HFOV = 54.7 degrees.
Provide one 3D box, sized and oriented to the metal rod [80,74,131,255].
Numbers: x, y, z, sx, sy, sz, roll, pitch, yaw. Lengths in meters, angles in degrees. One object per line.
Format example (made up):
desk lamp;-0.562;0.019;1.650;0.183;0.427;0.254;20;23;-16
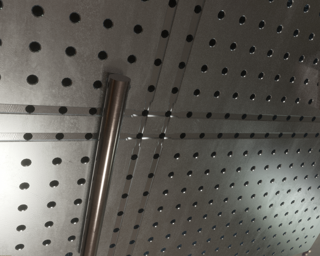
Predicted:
metal rod;-0.079;0.074;0.414;0.025;0.025;0.298;0;119;-29

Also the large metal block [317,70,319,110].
large metal block;0.321;-0.072;0.530;0.080;0.050;0.080;-28;128;-11
